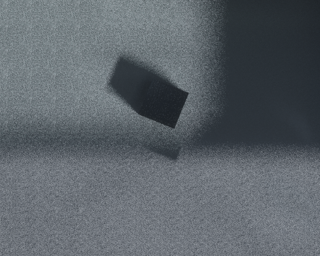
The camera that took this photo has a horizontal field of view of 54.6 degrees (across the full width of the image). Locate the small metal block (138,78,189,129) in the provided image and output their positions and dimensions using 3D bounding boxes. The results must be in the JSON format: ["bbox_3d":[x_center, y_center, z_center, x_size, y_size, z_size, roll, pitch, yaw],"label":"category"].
[{"bbox_3d":[0.005,-0.032,0.411,0.050,0.025,0.050,22,90,0],"label":"small metal block"}]
